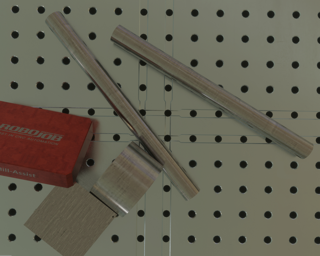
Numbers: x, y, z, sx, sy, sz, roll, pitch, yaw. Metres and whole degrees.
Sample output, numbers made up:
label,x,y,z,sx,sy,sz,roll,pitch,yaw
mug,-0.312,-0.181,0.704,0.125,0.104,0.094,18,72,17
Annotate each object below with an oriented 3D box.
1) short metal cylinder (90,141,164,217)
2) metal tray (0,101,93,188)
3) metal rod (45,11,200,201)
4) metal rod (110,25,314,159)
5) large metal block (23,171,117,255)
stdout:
label,x,y,z,sx,sy,sz,roll,pitch,yaw
short metal cylinder,-0.040,0.063,0.385,0.050,0.080,0.080,40,90,0
metal tray,-0.159,0.017,0.382,0.131,0.030,0.090,11,47,-1
metal rod,-0.049,-0.029,0.412,0.025,0.025,0.300,-38,91,0
metal rod,0.069,-0.048,0.414,0.301,0.025,0.025,32,90,-1
large metal block,-0.108,0.111,0.400,0.080,0.050,0.080,39,90,-1
